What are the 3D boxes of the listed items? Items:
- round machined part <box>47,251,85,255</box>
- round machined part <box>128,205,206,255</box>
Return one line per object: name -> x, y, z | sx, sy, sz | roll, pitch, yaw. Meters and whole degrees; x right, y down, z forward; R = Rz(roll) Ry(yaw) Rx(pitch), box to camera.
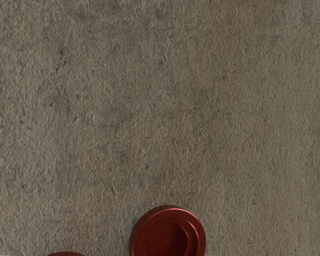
round machined part -> -0.115, 0.191, 0.358 | 0.099, 0.042, 0.097 | 0, 90, -20
round machined part -> 0.007, 0.148, 0.403 | 0.099, 0.042, 0.097 | 0, 90, -20
